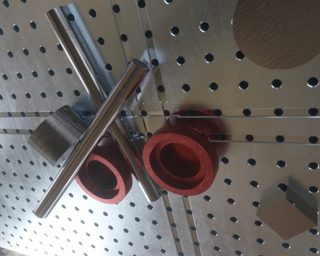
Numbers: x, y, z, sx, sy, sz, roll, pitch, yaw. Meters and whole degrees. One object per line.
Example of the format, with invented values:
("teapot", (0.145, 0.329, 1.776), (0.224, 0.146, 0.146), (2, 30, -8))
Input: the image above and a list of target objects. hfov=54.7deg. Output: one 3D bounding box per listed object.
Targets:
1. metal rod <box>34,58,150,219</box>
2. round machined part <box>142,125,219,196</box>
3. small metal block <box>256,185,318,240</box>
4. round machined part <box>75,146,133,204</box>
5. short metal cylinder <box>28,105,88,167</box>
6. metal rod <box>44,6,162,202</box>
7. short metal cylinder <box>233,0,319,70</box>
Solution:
("metal rod", (-0.107, 0.030, 0.436), (0.025, 0.025, 0.298), (39, 115, 2))
("round machined part", (0.030, 0.038, 0.408), (0.098, 0.042, 0.097), (13, 124, 21))
("small metal block", (0.161, 0.109, 0.394), (0.050, 0.025, 0.050), (41, 129, 0))
("round machined part", (-0.085, 0.068, 0.487), (0.098, 0.042, 0.097), (14, 124, 21))
("short metal cylinder", (-0.145, 0.012, 0.460), (0.050, 0.080, 0.080), (44, 129, -2))
("metal rod", (-0.071, -0.021, 0.435), (0.025, 0.025, 0.299), (-14, 112, 34))
("short metal cylinder", (0.111, -0.098, 0.276), (0.080, 0.050, 0.079), (13, 124, 21))
